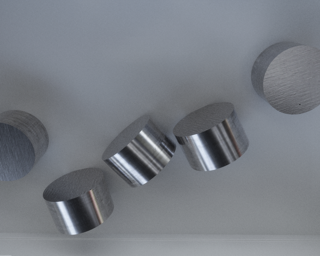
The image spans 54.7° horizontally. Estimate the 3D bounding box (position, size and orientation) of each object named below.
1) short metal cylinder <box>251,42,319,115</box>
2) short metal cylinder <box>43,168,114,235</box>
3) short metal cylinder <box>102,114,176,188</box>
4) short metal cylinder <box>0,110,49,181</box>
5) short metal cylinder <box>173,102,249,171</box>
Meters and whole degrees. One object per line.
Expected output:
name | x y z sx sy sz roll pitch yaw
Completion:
short metal cylinder | 0.158 -0.062 0.376 0.081 0.050 0.079 0 110 0
short metal cylinder | -0.108 0.096 0.416 0.080 0.080 0.050 -13 110 4
short metal cylinder | -0.027 0.028 0.392 0.080 0.080 0.050 -39 106 13
short metal cylinder | -0.194 0.022 0.404 0.081 0.050 0.079 0 110 0
short metal cylinder | 0.063 0.009 0.386 0.080 0.080 0.050 -25 108 9
